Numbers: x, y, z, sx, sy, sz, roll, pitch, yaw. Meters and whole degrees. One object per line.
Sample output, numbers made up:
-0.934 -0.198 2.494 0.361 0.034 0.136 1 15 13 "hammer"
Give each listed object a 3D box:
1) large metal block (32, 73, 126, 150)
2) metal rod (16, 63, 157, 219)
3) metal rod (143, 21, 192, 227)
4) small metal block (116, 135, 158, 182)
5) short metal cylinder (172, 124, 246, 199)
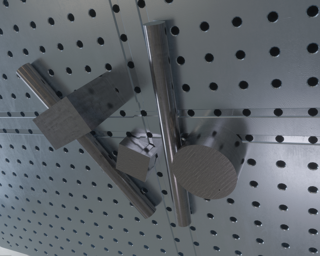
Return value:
-0.108 -0.023 0.418 0.080 0.080 0.050 -24 105 36 "large metal block"
-0.110 0.025 0.484 0.025 0.025 0.300 -33 100 38 "metal rod"
0.015 0.014 0.411 0.025 0.025 0.298 5 121 25 "metal rod"
-0.035 0.045 0.458 0.050 0.025 0.050 23 127 14 "small metal block"
0.062 0.042 0.388 0.080 0.050 0.079 13 124 21 "short metal cylinder"
